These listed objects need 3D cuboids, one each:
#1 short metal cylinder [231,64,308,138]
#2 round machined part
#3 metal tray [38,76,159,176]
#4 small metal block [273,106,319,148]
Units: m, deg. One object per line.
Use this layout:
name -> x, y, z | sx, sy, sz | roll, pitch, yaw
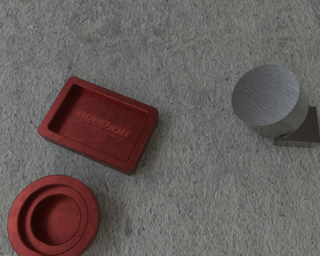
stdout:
short metal cylinder -> 0.138, -0.033, 0.389 | 0.080, 0.050, 0.080 | -14, 64, 31
round machined part -> -0.117, 0.106, 0.359 | 0.099, 0.042, 0.098 | 0, 70, -1
metal tray -> -0.077, -0.004, 0.405 | 0.131, 0.030, 0.090 | 22, 71, 7
small metal block -> 0.179, -0.002, 0.411 | 0.050, 0.025, 0.050 | 3, 70, 1
